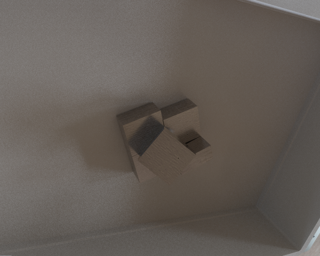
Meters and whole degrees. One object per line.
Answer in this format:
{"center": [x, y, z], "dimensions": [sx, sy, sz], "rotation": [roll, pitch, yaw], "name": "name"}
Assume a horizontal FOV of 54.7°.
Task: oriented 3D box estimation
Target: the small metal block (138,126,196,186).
{"center": [0.009, 0.034, 0.386], "dimensions": [0.050, 0.025, 0.050], "rotation": [39, 97, -5], "name": "small metal block"}

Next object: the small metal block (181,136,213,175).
{"center": [0.038, 0.031, 0.432], "dimensions": [0.050, 0.050, 0.025], "rotation": [-26, 128, -14], "name": "small metal block"}

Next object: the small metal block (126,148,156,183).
{"center": [-0.014, 0.041, 0.426], "dimensions": [0.050, 0.025, 0.050], "rotation": [-23, 127, -15], "name": "small metal block"}

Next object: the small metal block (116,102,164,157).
{"center": [-0.023, 0.001, 0.397], "dimensions": [0.050, 0.025, 0.050], "rotation": [-23, 127, -15], "name": "small metal block"}

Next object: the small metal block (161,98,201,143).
{"center": [0.025, -0.005, 0.419], "dimensions": [0.050, 0.025, 0.050], "rotation": [-23, 127, -15], "name": "small metal block"}
